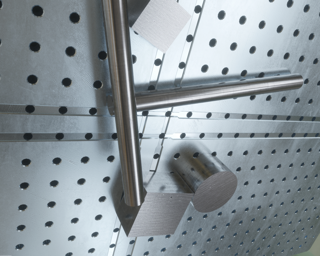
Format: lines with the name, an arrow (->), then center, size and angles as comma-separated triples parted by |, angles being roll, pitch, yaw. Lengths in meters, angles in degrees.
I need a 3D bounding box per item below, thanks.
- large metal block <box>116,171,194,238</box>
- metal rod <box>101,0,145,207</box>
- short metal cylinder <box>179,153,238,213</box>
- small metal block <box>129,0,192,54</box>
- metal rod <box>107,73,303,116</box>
large metal block -> -0.008, 0.113, 0.462 | 0.081, 0.050, 0.079 | 9, 114, -33
metal rod -> -0.040, -0.044, 0.335 | 0.025, 0.025, 0.298 | -13, 116, -22
short metal cylinder -> 0.075, 0.087, 0.492 | 0.081, 0.050, 0.079 | -14, 125, -21
small metal block -> -0.003, -0.119, 0.338 | 0.050, 0.025, 0.050 | 29, 102, -38
metal rod -> 0.078, -0.050, 0.424 | 0.303, 0.025, 0.025 | -10, 123, -24
